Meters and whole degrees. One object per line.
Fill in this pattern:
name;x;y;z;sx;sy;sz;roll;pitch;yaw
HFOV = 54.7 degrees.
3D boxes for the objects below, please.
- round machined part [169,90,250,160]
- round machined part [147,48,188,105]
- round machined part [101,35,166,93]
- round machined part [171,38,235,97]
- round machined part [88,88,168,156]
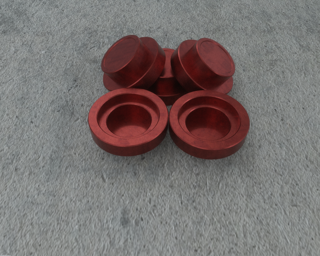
round machined part;0.060;0.000;0.394;0.099;0.042;0.098;0;50;0
round machined part;0.007;-0.082;0.462;0.099;0.042;0.098;0;50;0
round machined part;-0.044;-0.093;0.440;0.098;0.042;0.098;-21;49;26
round machined part;0.068;-0.089;0.441;0.099;0.042;0.098;19;52;-25
round machined part;-0.039;-0.003;0.396;0.099;0.042;0.098;0;50;0
